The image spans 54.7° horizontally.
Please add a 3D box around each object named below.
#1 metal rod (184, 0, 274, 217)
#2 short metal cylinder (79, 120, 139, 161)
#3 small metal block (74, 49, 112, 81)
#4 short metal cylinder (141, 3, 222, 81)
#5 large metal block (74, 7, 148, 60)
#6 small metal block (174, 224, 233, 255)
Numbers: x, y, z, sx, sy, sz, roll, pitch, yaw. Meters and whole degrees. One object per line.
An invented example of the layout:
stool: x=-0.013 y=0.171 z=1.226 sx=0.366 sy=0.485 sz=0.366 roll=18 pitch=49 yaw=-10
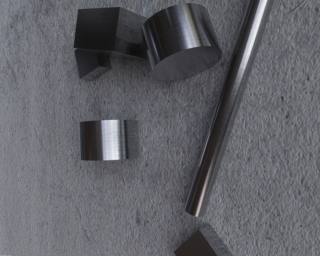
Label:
metal rod: x=0.079 y=-0.041 z=0.338 sx=0.025 sy=0.025 sz=0.298 roll=25 pitch=105 yaw=37
short metal cylinder: x=-0.069 y=0.016 z=0.423 sx=0.080 sy=0.081 sz=0.050 roll=-3 pitch=88 yaw=39
small metal block: x=-0.106 y=-0.108 z=0.490 sx=0.050 sy=0.025 sz=0.050 roll=-22 pitch=76 yaw=37
short metal cylinder: x=0.023 y=-0.093 z=0.348 sx=0.080 sy=0.081 sz=0.050 roll=-24 pitch=75 yaw=37
large metal block: x=-0.054 y=-0.122 z=0.412 sx=0.080 sy=0.081 sz=0.050 roll=15 pitch=100 yaw=38
small metal block: x=0.052 y=0.150 z=0.361 sx=0.050 sy=0.025 sz=0.050 roll=-52 pitch=60 yaw=27
